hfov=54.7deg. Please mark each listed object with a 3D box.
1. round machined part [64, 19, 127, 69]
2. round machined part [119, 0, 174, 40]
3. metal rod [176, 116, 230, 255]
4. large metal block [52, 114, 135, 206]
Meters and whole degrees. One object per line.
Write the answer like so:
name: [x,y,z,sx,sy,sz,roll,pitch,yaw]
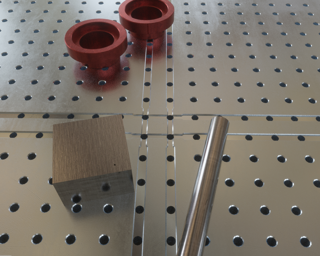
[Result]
round machined part: [-0.102,-0.135,0.509,0.099,0.042,0.098,0,50,0]
round machined part: [-0.024,-0.197,0.562,0.099,0.042,0.098,0,50,0]
metal rod: [0.037,0.103,0.320,0.025,0.025,0.300,13,51,10]
large metal block: [-0.077,0.035,0.361,0.081,0.050,0.080,-9,51,-8]
